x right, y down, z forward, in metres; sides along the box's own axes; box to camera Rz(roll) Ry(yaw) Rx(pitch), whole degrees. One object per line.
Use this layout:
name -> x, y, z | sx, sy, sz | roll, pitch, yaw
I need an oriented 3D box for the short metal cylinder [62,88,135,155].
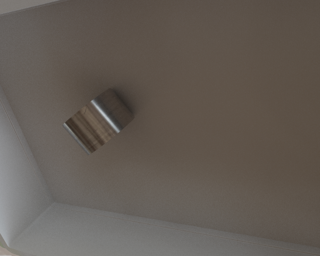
short metal cylinder -> -0.080, -0.009, 0.411 | 0.080, 0.080, 0.050 | -32, 100, 38
